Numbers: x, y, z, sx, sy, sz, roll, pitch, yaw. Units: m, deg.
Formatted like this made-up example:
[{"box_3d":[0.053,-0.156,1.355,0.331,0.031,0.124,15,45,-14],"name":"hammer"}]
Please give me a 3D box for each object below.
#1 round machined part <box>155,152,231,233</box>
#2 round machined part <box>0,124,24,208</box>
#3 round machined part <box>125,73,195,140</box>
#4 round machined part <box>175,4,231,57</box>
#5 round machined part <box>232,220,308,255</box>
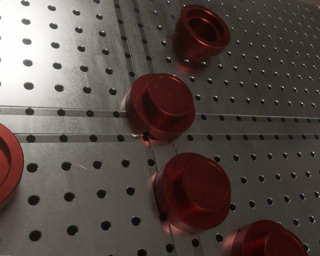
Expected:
[{"box_3d":[0.047,0.074,0.379,0.099,0.042,0.098,14,56,-21],"name":"round machined part"},{"box_3d":[-0.178,0.039,0.278,0.099,0.042,0.098,14,56,-21],"name":"round machined part"},{"box_3d":[0.006,-0.036,0.424,0.099,0.042,0.098,14,56,-21],"name":"round machined part"},{"box_3d":[0.070,-0.163,0.536,0.099,0.042,0.098,14,56,-21],"name":"round machined part"},{"box_3d":[0.141,0.161,0.377,0.099,0.042,0.098,14,56,-21],"name":"round machined part"}]
